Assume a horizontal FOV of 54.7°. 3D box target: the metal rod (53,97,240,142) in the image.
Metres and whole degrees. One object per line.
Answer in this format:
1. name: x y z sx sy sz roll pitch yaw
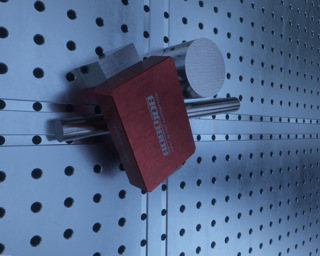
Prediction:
1. metal rod: 0.009 -0.018 0.419 0.302 0.025 0.025 -10 97 -40

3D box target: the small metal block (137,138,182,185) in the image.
1. small metal block: -0.003 0.040 0.407 0.050 0.025 0.050 -30 109 -36

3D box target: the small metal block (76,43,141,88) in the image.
1. small metal block: -0.057 -0.069 0.346 0.050 0.050 0.025 -39 114 -33

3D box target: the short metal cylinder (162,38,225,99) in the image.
1. short metal cylinder: 0.046 -0.081 0.433 0.081 0.050 0.079 0 90 -40

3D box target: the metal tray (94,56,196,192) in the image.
1. metal tray: -0.010 -0.005 0.349 0.091 0.030 0.129 -37 124 -33
